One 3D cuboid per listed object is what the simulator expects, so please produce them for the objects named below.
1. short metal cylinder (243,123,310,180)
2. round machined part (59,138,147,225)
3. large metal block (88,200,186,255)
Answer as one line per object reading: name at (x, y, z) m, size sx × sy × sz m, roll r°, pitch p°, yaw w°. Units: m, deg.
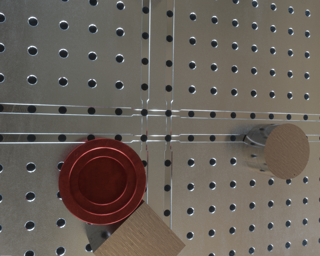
short metal cylinder at (0.173, 0.033, 0.463) m, size 0.081 × 0.050 × 0.080 m, roll 0°, pitch 90°, yaw -20°
round machined part at (-0.069, 0.063, 0.373) m, size 0.099 × 0.042 × 0.097 m, roll 2°, pitch 82°, yaw -13°
large metal block at (-0.030, 0.143, 0.389) m, size 0.080 × 0.050 × 0.080 m, roll -43°, pitch 104°, yaw -15°
